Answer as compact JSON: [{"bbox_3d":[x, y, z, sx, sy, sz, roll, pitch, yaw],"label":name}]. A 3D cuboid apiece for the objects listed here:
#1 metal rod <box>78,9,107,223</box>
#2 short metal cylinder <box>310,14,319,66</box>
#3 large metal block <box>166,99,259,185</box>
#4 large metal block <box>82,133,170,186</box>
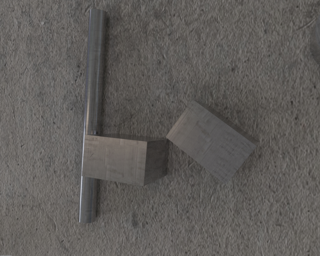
[{"bbox_3d":[-0.097,-0.016,0.442,0.025,0.025,0.298,4,91,20],"label":"metal rod"},{"bbox_3d":[0.204,-0.098,0.324,0.080,0.050,0.080,0,90,20],"label":"short metal cylinder"},{"bbox_3d":[0.064,0.014,0.357,0.080,0.080,0.050,39,102,16],"label":"large metal block"},{"bbox_3d":[-0.040,0.036,0.394,0.080,0.080,0.050,5,92,20],"label":"large metal block"}]
